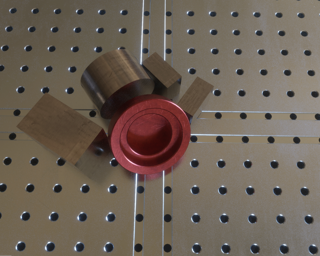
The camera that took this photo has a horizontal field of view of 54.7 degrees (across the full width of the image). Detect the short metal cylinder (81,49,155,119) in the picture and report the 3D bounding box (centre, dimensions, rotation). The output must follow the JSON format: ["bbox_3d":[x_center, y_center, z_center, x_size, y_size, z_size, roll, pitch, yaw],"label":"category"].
[{"bbox_3d":[-0.054,-0.055,0.402,0.080,0.080,0.050,-32,73,-11],"label":"short metal cylinder"}]

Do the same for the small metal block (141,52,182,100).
[{"bbox_3d":[0.002,-0.067,0.423,0.025,0.050,0.050,-41,75,-13],"label":"small metal block"}]

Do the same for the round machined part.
[{"bbox_3d":[-0.015,0.005,0.383,0.099,0.042,0.097,-7,114,-16],"label":"round machined part"}]

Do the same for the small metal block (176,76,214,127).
[{"bbox_3d":[0.044,-0.032,0.411,0.025,0.050,0.050,33,73,11],"label":"small metal block"}]

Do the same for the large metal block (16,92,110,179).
[{"bbox_3d":[-0.110,0.012,0.377,0.080,0.080,0.050,31,73,10],"label":"large metal block"}]
